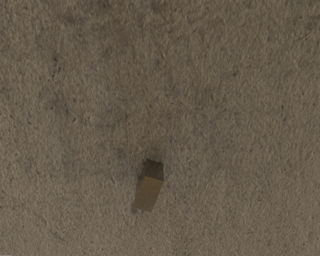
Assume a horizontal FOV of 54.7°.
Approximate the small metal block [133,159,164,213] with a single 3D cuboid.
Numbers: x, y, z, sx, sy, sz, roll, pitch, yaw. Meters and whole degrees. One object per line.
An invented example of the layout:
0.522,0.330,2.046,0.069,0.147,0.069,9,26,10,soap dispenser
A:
-0.015,0.078,0.425,0.025,0.050,0.050,18,109,-7,small metal block
